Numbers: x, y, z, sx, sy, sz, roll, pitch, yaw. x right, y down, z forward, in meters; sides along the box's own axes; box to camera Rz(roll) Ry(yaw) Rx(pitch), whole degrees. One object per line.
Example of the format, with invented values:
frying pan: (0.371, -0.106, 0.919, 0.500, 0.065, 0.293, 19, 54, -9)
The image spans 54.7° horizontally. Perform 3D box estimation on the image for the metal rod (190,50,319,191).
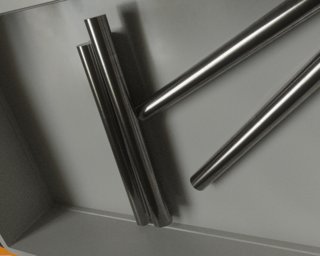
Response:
metal rod: (0.122, -0.017, 0.333, 0.025, 0.025, 0.298, 39, 129, 2)

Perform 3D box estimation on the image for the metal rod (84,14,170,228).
metal rod: (-0.035, 0.008, 0.403, 0.025, 0.025, 0.298, -2, 117, 29)

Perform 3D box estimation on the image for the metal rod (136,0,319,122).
metal rod: (0.079, -0.080, 0.317, 0.299, 0.025, 0.025, -31, 101, 38)

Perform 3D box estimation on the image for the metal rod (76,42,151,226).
metal rod: (-0.060, 0.024, 0.455, 0.025, 0.025, 0.298, 0, 119, 28)

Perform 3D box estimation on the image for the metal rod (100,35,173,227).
metal rod: (-0.031, 0.018, 0.436, 0.025, 0.025, 0.298, -3, 117, 29)
